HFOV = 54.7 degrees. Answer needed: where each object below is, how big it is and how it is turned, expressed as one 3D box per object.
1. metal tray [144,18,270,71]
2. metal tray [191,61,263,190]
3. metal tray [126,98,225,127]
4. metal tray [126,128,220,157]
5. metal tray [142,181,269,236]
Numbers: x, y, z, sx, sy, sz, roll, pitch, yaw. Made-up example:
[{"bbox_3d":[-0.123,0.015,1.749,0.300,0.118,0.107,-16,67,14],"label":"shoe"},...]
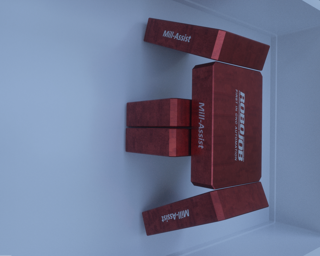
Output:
[{"bbox_3d":[0.053,-0.104,0.379,0.091,0.130,0.030,1,110,-40],"label":"metal tray"},{"bbox_3d":[0.077,-0.002,0.348,0.091,0.030,0.129,1,89,-41],"label":"metal tray"},{"bbox_3d":[0.035,-0.016,0.392,0.131,0.090,0.030,1,90,-40],"label":"metal tray"},{"bbox_3d":[0.034,0.016,0.392,0.131,0.090,0.030,1,90,-40],"label":"metal tray"},{"bbox_3d":[0.051,0.099,0.378,0.091,0.130,0.030,1,68,-41],"label":"metal tray"}]
